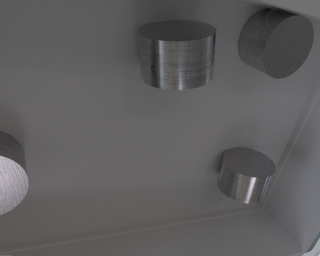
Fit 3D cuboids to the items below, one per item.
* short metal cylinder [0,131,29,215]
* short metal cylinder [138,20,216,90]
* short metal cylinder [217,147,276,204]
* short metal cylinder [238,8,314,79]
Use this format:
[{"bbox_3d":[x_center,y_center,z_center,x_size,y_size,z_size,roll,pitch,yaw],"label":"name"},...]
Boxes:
[{"bbox_3d":[-0.183,0.047,0.322,0.081,0.050,0.079,-14,124,-21],"label":"short metal cylinder"},{"bbox_3d":[0.018,-0.081,0.333,0.081,0.080,0.050,-15,125,-20],"label":"short metal cylinder"},{"bbox_3d":[0.136,0.074,0.493,0.081,0.080,0.050,-8,122,-24],"label":"short metal cylinder"},{"bbox_3d":[0.151,-0.111,0.406,0.081,0.050,0.079,-14,124,-21],"label":"short metal cylinder"}]
